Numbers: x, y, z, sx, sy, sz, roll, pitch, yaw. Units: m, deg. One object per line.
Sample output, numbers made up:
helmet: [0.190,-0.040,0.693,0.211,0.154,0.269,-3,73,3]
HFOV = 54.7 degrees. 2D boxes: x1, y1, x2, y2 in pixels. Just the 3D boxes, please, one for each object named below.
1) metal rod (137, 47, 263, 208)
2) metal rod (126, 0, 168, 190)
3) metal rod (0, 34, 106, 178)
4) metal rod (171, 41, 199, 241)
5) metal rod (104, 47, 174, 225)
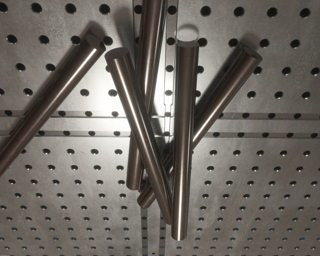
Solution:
metal rod: [0.038,0.020,0.429,0.025,0.025,0.298,20,127,-17]
metal rod: [-0.022,-0.025,0.390,0.025,0.025,0.298,5,130,-5]
metal rod: [-0.167,-0.005,0.404,0.025,0.025,0.299,34,122,-26]
metal rod: [0.030,0.038,0.410,0.025,0.025,0.298,0,120,0]
metal rod: [-0.013,0.035,0.407,0.025,0.025,0.298,-10,130,7]
